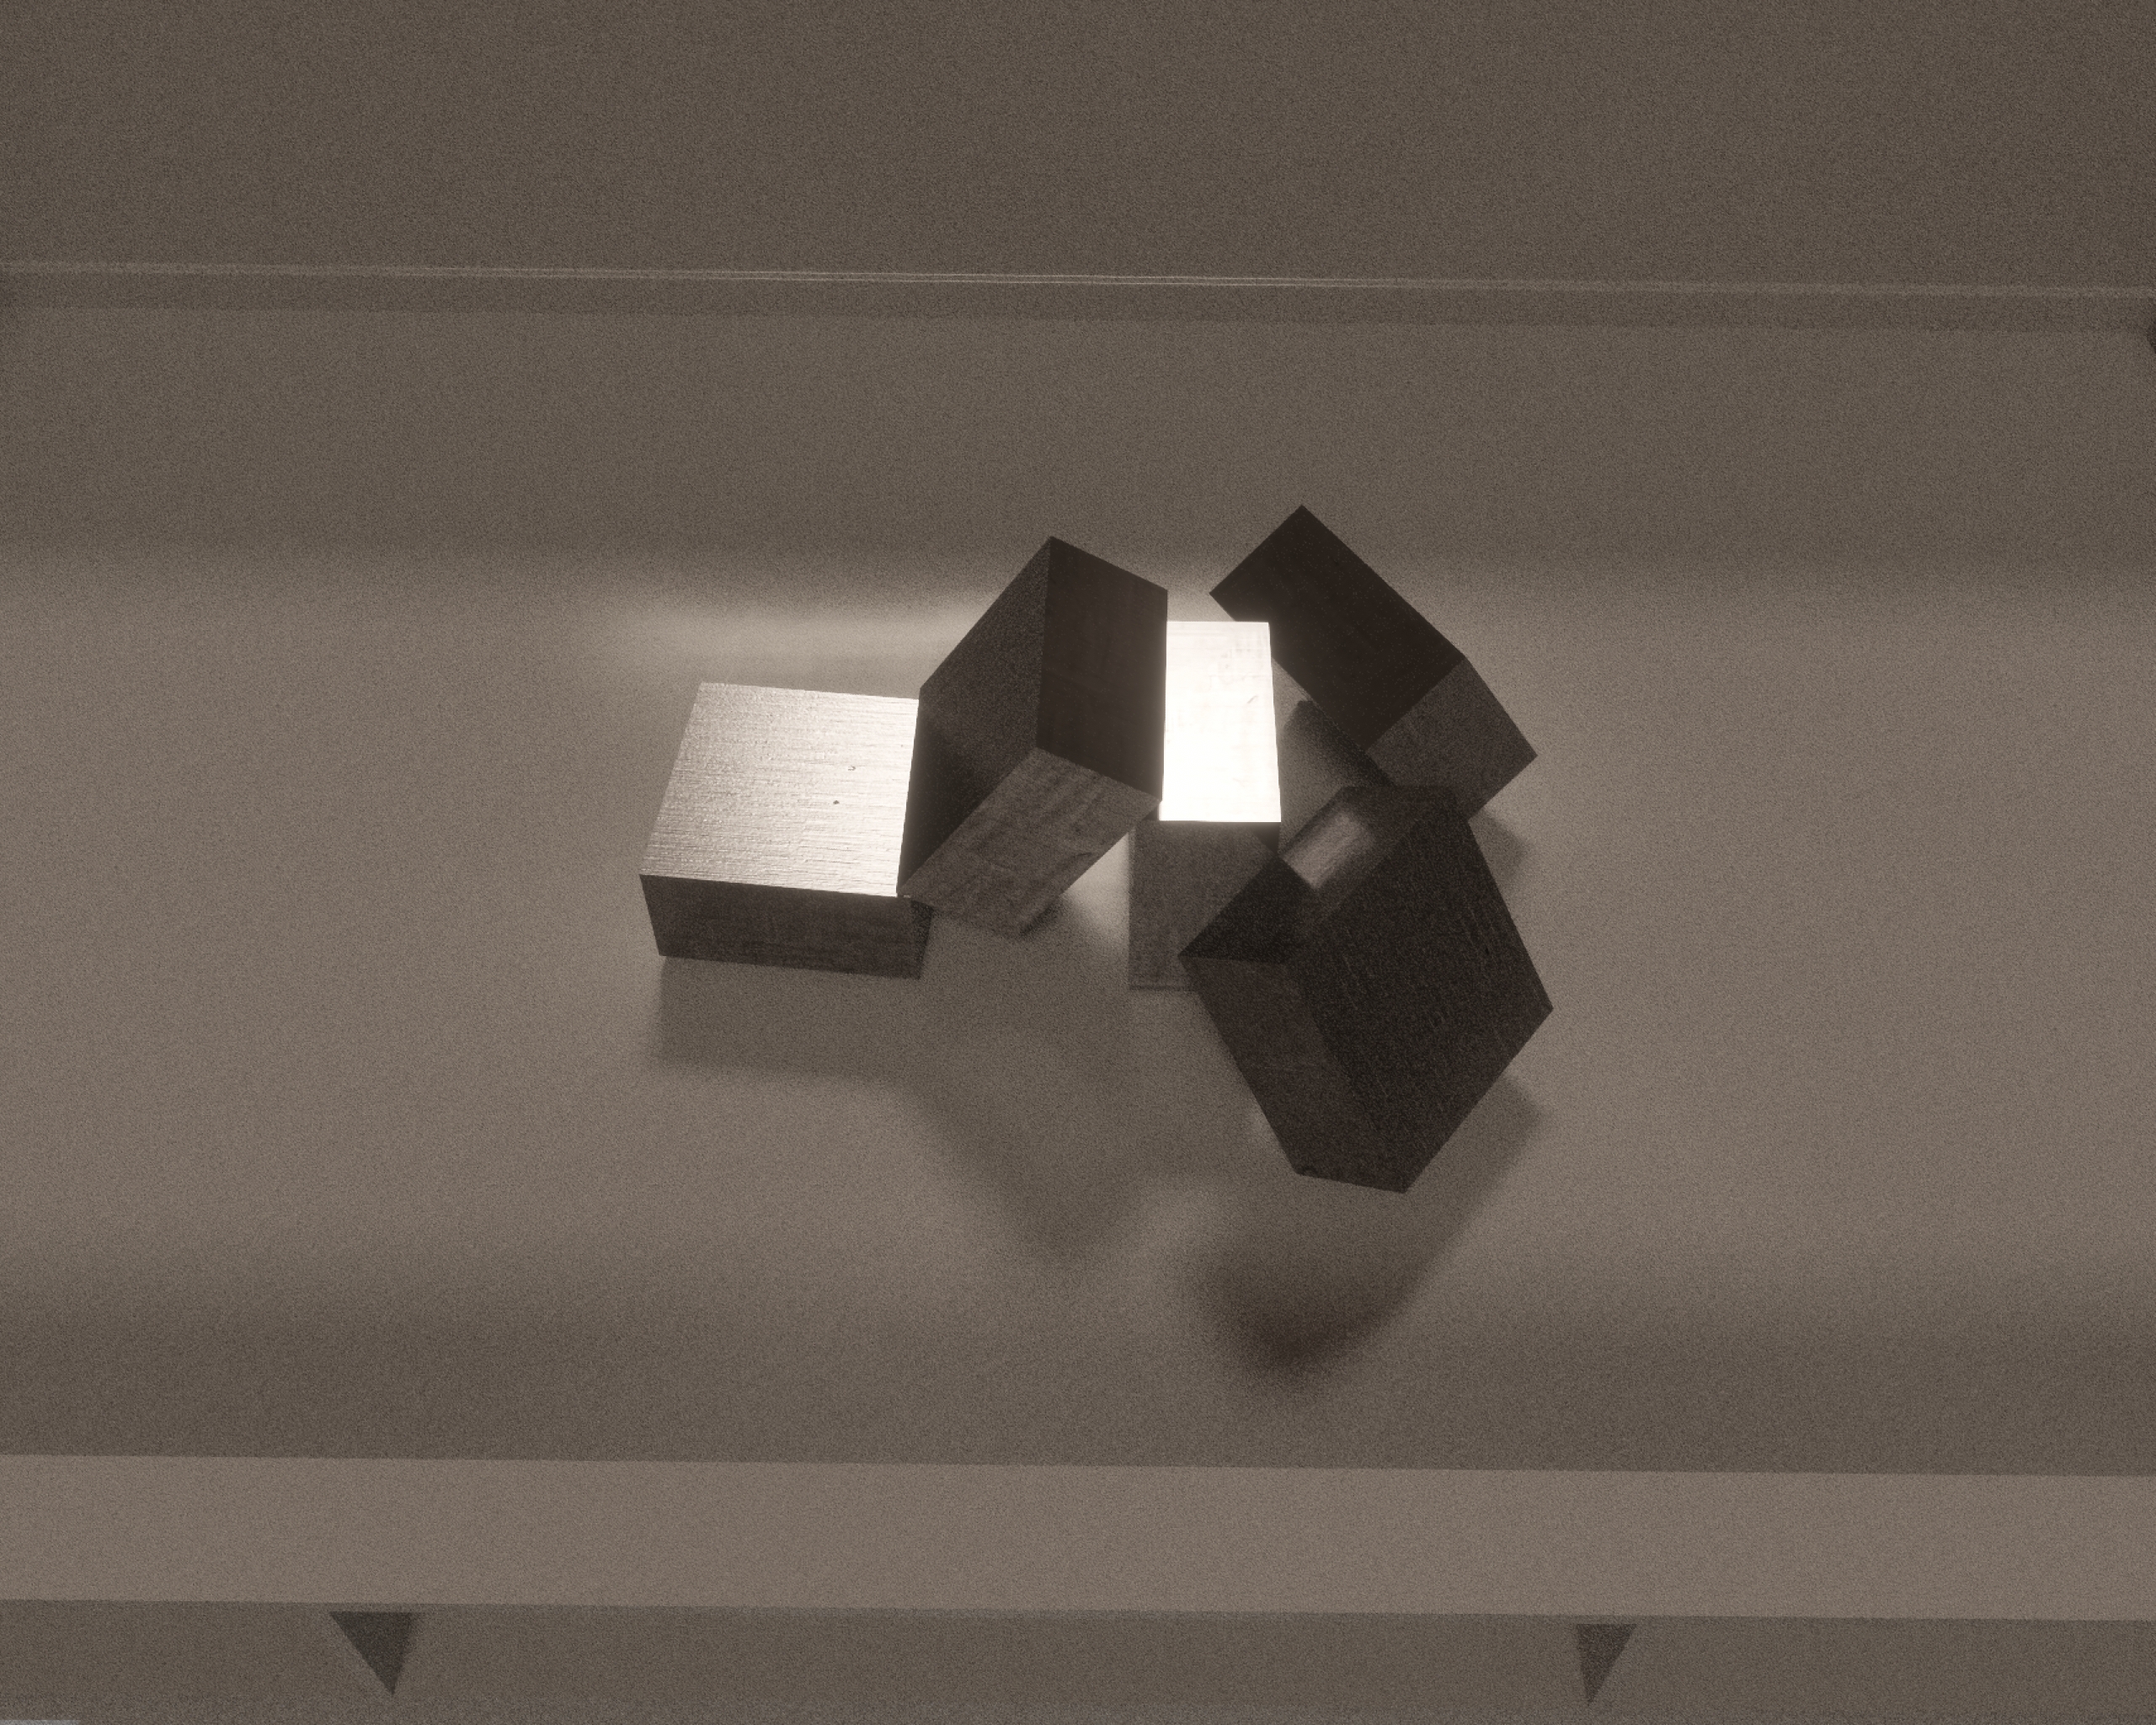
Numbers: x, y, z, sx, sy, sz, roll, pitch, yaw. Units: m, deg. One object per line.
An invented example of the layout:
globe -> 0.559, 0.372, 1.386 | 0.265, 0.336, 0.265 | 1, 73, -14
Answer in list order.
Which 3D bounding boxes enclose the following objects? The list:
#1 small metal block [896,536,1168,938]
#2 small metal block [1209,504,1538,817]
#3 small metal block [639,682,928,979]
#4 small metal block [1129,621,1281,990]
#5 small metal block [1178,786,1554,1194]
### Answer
small metal block -> -0.008, -0.022, 0.382 | 0.025, 0.050, 0.050 | 22, 49, -23
small metal block -> 0.059, -0.037, 0.415 | 0.025, 0.050, 0.050 | -44, 57, 7
small metal block -> -0.053, -0.007, 0.407 | 0.050, 0.025, 0.050 | 5, 50, 4
small metal block -> 0.023, -0.010, 0.396 | 0.025, 0.050, 0.050 | 1, 50, 0
small metal block -> 0.052, 0.021, 0.366 | 0.025, 0.050, 0.050 | 2, 38, 50
